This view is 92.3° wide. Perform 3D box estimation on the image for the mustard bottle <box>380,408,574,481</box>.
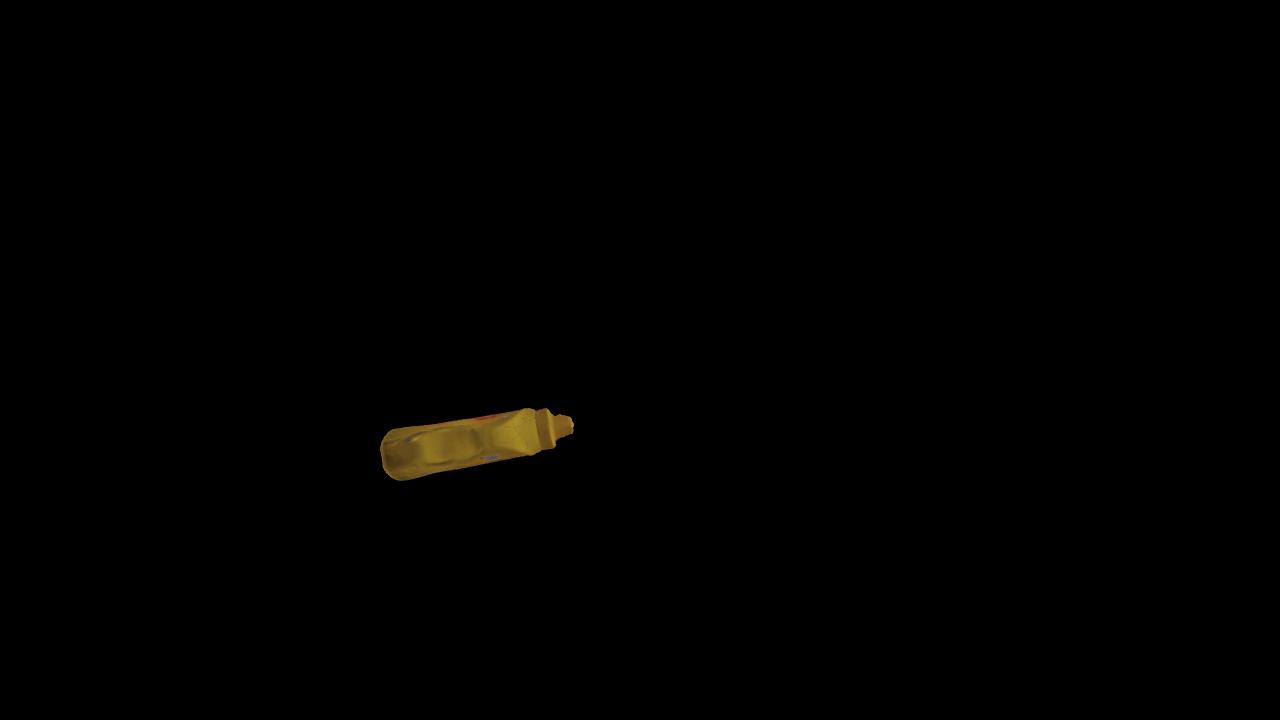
[{"bbox_3d":[-0.159,0.082,0.633,0.184,0.054,0.092,-9,-11,-4],"label":"mustard bottle"}]
